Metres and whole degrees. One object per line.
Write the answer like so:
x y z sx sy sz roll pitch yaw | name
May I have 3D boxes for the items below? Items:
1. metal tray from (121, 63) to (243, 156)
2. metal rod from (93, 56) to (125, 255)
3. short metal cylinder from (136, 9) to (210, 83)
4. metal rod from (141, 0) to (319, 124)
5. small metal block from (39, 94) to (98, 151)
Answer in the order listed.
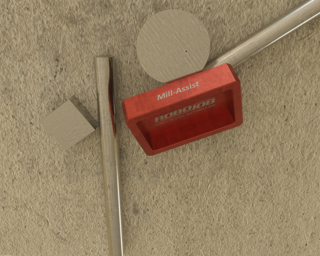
0.031 -0.017 0.373 0.131 0.030 0.090 -19 145 4 | metal tray
-0.067 0.053 0.428 0.025 0.025 0.298 0 110 0 | metal rod
0.014 -0.096 0.361 0.081 0.050 0.079 0 110 0 | short metal cylinder
0.088 -0.085 0.378 0.300 0.025 0.025 -31 107 10 | metal rod
-0.118 -0.007 0.406 0.050 0.025 0.050 -34 107 11 | small metal block
